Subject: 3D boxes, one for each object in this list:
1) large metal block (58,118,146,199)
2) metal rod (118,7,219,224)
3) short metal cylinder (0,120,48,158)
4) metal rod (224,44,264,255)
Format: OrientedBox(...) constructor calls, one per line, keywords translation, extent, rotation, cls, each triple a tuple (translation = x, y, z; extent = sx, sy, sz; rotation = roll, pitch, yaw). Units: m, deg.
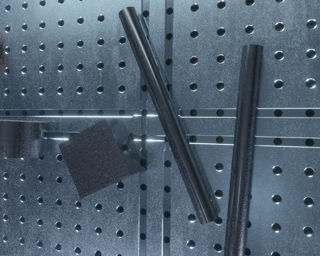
OrientedBox(translation=(-0.079, 0.041, 0.426), extent=(0.080, 0.050, 0.080), rotation=(-28, 81, 17), cls="large metal block")
OrientedBox(translation=(0.008, -0.022, 0.408), extent=(0.025, 0.025, 0.299), rotation=(-24, 82, 18), cls="metal rod")
OrientedBox(translation=(-0.209, 0.014, 0.455), extent=(0.080, 0.080, 0.050), rotation=(4, 92, 19), cls="short metal cylinder")
OrientedBox(translation=(0.099, 0.051, 0.377), extent=(0.025, 0.025, 0.298), rotation=(5, 92, 19), cls="metal rod")
